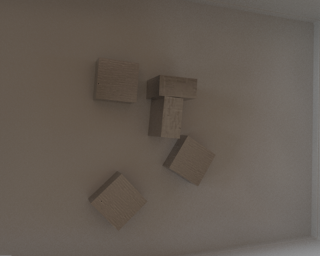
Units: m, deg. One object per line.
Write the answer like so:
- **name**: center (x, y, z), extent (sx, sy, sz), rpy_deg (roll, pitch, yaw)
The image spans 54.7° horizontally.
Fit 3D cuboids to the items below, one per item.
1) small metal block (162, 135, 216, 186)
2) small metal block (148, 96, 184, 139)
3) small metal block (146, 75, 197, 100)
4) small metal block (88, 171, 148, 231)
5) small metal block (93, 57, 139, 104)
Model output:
- **small metal block**: center (0.040, 0.044, 0.427), extent (0.050, 0.025, 0.050), rpy_deg (34, 79, -17)
- **small metal block**: center (0.006, -0.013, 0.401), extent (0.025, 0.050, 0.050), rpy_deg (6, 88, -20)
- **small metal block**: center (0.014, -0.050, 0.404), extent (0.050, 0.050, 0.025), rpy_deg (3, 89, -20)
- **small metal block**: center (-0.053, 0.091, 0.392), extent (0.050, 0.025, 0.050), rpy_deg (-44, 104, -15)
- **small metal block**: center (-0.056, -0.058, 0.391), extent (0.050, 0.025, 0.050), rpy_deg (5, 89, -20)
